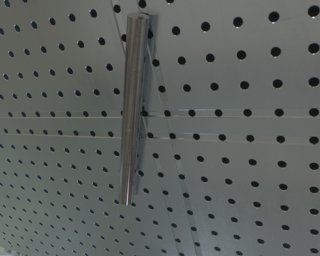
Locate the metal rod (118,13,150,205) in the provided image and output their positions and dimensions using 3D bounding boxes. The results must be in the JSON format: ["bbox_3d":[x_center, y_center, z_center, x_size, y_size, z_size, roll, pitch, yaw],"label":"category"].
[{"bbox_3d":[-0.040,-0.003,0.430,0.025,0.025,0.298,19,126,17],"label":"metal rod"}]
